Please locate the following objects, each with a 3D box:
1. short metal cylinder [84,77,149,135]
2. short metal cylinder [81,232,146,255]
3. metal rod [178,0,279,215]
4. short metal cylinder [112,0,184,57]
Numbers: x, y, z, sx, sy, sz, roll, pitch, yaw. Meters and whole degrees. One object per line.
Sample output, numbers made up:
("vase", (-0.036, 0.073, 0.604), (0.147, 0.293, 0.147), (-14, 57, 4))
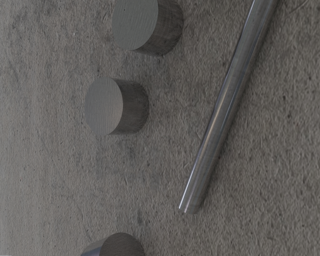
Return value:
("short metal cylinder", (-0.062, -0.030, 0.440), (0.080, 0.050, 0.079), (0, 90, 40))
("short metal cylinder", (-0.064, 0.190, 0.422), (0.050, 0.081, 0.080), (-34, 69, 35))
("metal rod", (0.078, -0.040, 0.340), (0.025, 0.025, 0.298), (29, 108, 36))
("short metal cylinder", (-0.017, -0.137, 0.402), (0.080, 0.050, 0.079), (0, 90, 40))
